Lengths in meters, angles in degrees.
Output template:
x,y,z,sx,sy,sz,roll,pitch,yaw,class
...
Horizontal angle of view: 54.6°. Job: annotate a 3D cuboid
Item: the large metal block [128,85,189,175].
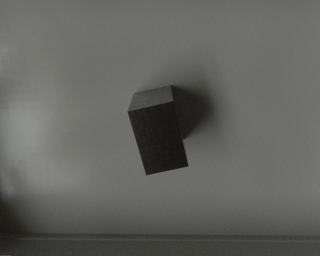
x,y,z,sx,sy,sz,roll,pitch,yaw,class
-0.001,-0.001,0.382,0.050,0.080,0.080,-13,110,5,large metal block
